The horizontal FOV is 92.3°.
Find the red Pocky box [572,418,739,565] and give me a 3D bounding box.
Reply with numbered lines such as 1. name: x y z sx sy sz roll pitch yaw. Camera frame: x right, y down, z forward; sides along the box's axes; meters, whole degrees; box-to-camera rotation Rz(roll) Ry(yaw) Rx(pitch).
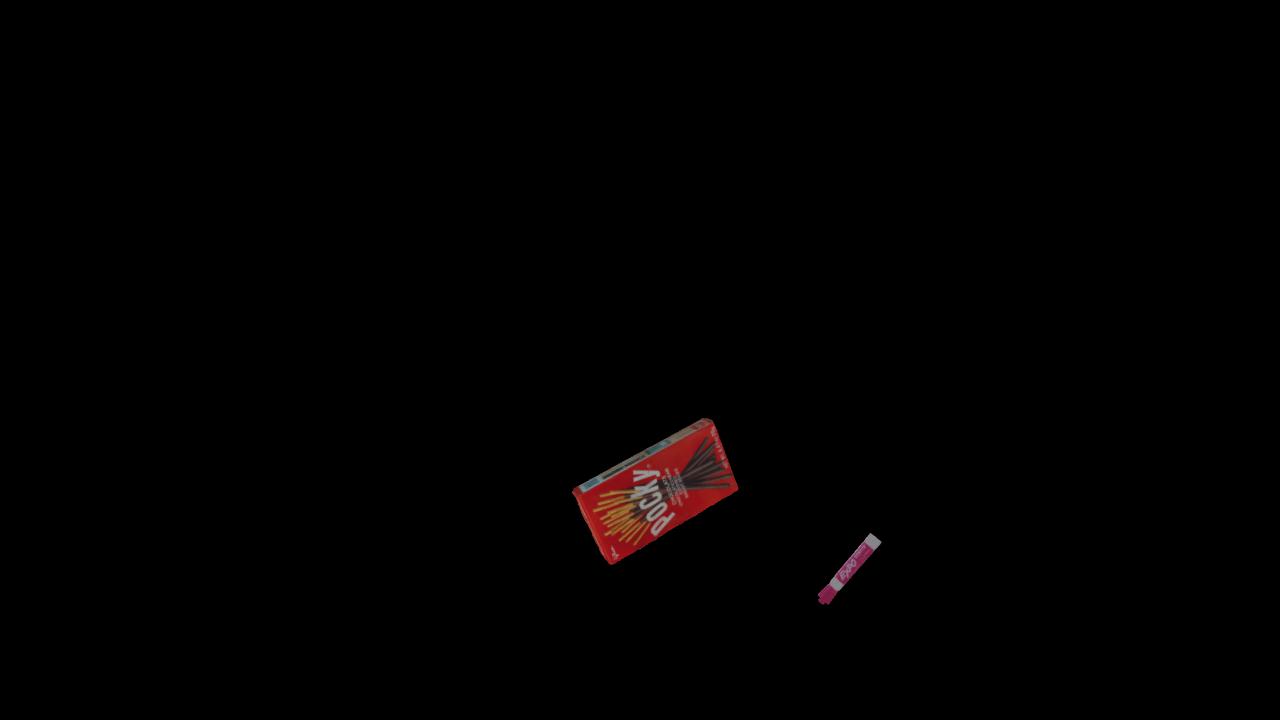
1. red Pocky box: 0.019 0.129 0.610 0.155 0.083 0.028 -27 17 -16

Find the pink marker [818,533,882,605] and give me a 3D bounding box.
1. pink marker: 0.292 0.294 0.861 0.020 0.121 0.020 39 3 -3
